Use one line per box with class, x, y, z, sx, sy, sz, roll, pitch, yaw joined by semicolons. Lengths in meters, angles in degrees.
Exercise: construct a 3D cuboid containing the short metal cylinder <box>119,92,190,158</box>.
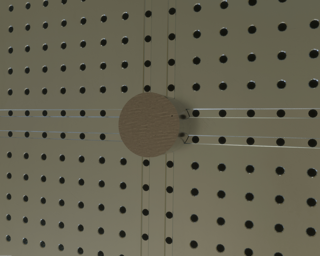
short metal cylinder;-0.006;-0.004;0.402;0.080;0.050;0.080;0;90;20
